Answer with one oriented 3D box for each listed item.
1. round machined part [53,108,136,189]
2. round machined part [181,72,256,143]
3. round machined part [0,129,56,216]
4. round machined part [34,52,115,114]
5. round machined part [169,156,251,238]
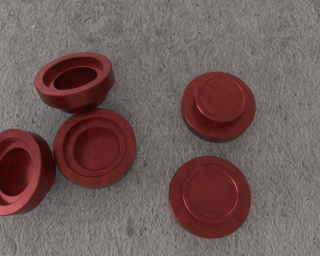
[{"bbox_3d":[-0.078,0.028,0.388,0.099,0.042,0.098,0,70,0],"label":"round machined part"},{"bbox_3d":[0.078,-0.033,0.411,0.099,0.042,0.098,0,70,0],"label":"round machined part"},{"bbox_3d":[-0.164,0.052,0.367,0.098,0.042,0.098,-5,76,21],"label":"round machined part"},{"bbox_3d":[-0.107,-0.056,0.405,0.099,0.042,0.098,-5,43,5],"label":"round machined part"},{"bbox_3d":[0.060,0.080,0.370,0.099,0.042,0.098,0,70,0],"label":"round machined part"}]
